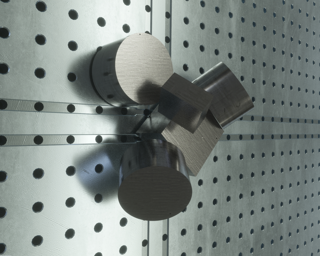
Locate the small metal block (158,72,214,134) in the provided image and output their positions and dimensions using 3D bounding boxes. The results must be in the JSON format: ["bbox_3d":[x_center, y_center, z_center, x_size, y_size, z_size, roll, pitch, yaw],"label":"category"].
[{"bbox_3d":[0.027,-0.027,0.347,0.050,0.050,0.025,33,64,12],"label":"small metal block"}]

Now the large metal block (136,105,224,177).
[{"bbox_3d":[0.029,0.005,0.410,0.080,0.050,0.080,52,60,-28],"label":"large metal block"}]

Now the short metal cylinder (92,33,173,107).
[{"bbox_3d":[-0.031,-0.066,0.363,0.081,0.050,0.079,0,90,-40],"label":"short metal cylinder"}]

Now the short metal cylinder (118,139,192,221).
[{"bbox_3d":[-0.007,0.060,0.356,0.081,0.050,0.079,-2,121,-4],"label":"short metal cylinder"}]

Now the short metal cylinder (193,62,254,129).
[{"bbox_3d":[0.086,-0.045,0.432,0.050,0.080,0.080,-35,118,8],"label":"short metal cylinder"}]
